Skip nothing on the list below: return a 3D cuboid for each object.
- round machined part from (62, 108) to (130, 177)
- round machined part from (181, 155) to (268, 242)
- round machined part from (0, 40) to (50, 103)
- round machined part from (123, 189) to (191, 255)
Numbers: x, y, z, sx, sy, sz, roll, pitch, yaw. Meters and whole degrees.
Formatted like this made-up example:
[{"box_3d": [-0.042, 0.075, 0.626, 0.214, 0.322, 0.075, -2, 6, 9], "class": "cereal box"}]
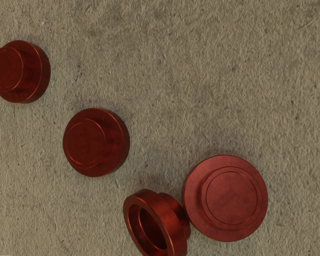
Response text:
[{"box_3d": [-0.095, 0.020, 0.434, 0.098, 0.042, 0.097, 0, 90, 20], "class": "round machined part"}, {"box_3d": [0.076, 0.079, 0.353, 0.099, 0.042, 0.098, 1, 79, -4], "class": "round machined part"}, {"box_3d": [-0.224, -0.088, 0.479, 0.098, 0.042, 0.097, 0, 90, 20], "class": "round machined part"}, {"box_3d": [0.000, 0.120, 0.384, 0.098, 0.042, 0.097, 29, 130, 41], "class": "round machined part"}]
